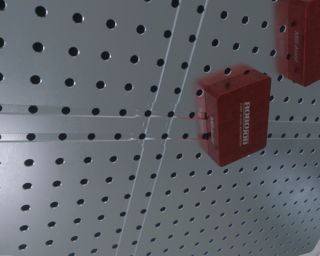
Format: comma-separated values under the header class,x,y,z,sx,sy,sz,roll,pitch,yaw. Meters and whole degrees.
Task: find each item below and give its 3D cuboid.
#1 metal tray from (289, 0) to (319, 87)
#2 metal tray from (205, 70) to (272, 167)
class,x,y,z,sx,sy,sz,roll,pitch,yaw
metal tray,0.234,-0.135,0.451,0.090,0.030,0.129,-27,128,-12
metal tray,0.117,-0.012,0.463,0.091,0.030,0.129,-21,127,-16
